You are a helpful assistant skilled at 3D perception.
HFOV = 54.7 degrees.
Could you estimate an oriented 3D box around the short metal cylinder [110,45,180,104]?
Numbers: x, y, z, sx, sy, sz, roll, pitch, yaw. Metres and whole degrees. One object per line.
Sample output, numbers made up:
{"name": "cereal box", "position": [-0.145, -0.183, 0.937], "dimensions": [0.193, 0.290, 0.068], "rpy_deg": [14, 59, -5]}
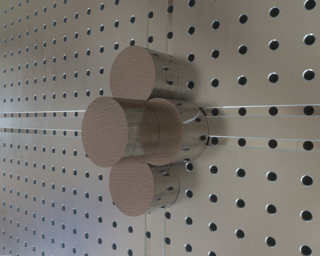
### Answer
{"name": "short metal cylinder", "position": [-0.021, -0.064, 0.410], "dimensions": [0.080, 0.050, 0.079], "rpy_deg": [0, 90, 39]}

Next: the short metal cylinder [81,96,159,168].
{"name": "short metal cylinder", "position": [-0.048, 0.004, 0.366], "dimensions": [0.080, 0.050, 0.079], "rpy_deg": [0, 90, 40]}

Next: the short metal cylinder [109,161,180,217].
{"name": "short metal cylinder", "position": [-0.022, 0.072, 0.410], "dimensions": [0.080, 0.050, 0.080], "rpy_deg": [-2, 87, 39]}

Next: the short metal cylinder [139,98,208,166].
{"name": "short metal cylinder", "position": [0.012, 0.004, 0.383], "dimensions": [0.080, 0.050, 0.080], "rpy_deg": [0, 90, 40]}

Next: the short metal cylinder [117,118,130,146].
{"name": "short metal cylinder", "position": [-0.053, 0.004, 0.437], "dimensions": [0.080, 0.050, 0.079], "rpy_deg": [0, 90, 40]}
